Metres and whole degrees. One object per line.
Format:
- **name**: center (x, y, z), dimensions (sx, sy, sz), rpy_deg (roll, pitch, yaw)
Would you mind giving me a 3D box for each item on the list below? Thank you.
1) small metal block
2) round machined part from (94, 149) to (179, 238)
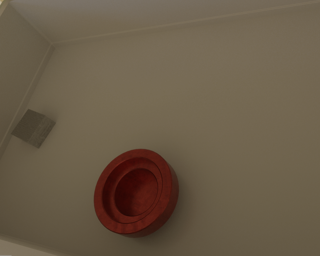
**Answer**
- **small metal block**: center (-0.210, 0.001, 0.513), dimensions (0.050, 0.025, 0.050), rpy_deg (17, 71, 34)
- **round machined part**: center (-0.023, 0.077, 0.359), dimensions (0.098, 0.042, 0.098), rpy_deg (-13, 56, 20)
